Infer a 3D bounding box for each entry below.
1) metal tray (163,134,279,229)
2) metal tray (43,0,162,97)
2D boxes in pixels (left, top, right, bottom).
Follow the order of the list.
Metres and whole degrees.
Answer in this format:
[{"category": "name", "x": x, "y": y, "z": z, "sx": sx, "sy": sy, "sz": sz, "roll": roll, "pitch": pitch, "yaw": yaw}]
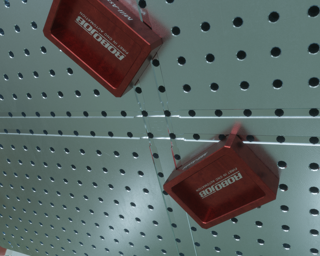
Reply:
[{"category": "metal tray", "x": 0.077, "y": 0.076, "z": 0.414, "sx": 0.090, "sy": 0.030, "sz": 0.129, "roll": 46, "pitch": 129, "yaw": -4}, {"category": "metal tray", "x": -0.073, "y": -0.111, "z": 0.378, "sx": 0.130, "sy": 0.030, "sz": 0.090, "roll": 41, "pitch": 129, "yaw": 0}]
